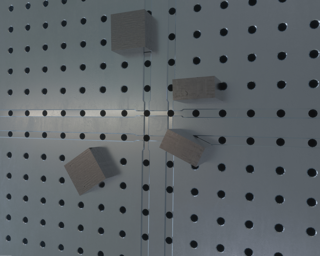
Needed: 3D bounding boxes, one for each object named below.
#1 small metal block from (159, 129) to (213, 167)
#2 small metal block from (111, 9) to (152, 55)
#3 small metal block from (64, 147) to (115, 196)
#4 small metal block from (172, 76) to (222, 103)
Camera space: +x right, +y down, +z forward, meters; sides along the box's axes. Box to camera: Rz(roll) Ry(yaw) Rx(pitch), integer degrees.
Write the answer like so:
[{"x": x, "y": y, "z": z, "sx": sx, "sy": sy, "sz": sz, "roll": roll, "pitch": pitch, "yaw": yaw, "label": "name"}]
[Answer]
[{"x": 0.034, "y": 0.023, "z": 0.388, "sx": 0.050, "sy": 0.050, "sz": 0.025, "roll": 27, "pitch": 99, "yaw": 18, "label": "small metal block"}, {"x": -0.039, "y": -0.131, "z": 0.427, "sx": 0.050, "sy": 0.025, "sz": 0.050, "roll": -1, "pitch": 90, "yaw": 20, "label": "small metal block"}, {"x": -0.103, "y": 0.062, "z": 0.449, "sx": 0.050, "sy": 0.025, "sz": 0.050, "roll": -34, "pitch": 79, "yaw": 17, "label": "small metal block"}, {"x": 0.047, "y": -0.046, "z": 0.383, "sx": 0.050, "sy": 0.050, "sz": 0.025, "roll": -2, "pitch": 90, "yaw": 20, "label": "small metal block"}]
